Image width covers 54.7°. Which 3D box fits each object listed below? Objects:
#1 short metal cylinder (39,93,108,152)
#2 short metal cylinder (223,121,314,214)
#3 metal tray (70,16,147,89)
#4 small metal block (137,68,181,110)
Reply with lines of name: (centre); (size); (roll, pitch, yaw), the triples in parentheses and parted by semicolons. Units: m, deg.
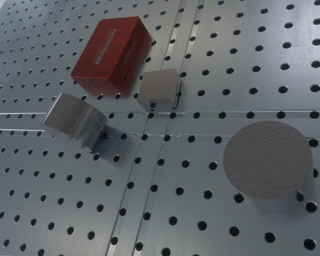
short metal cylinder: (-0.122, -0.006, 0.441); (0.080, 0.080, 0.050); (14, 69, 33)
short metal cylinder: (0.109, 0.040, 0.311); (0.080, 0.050, 0.080); (-13, 56, 21)
metal tray: (-0.087, -0.130, 0.531); (0.090, 0.030, 0.130); (8, 65, 31)
small metal block: (-0.001, -0.055, 0.442); (0.050, 0.025, 0.050); (-3, 60, 26)
